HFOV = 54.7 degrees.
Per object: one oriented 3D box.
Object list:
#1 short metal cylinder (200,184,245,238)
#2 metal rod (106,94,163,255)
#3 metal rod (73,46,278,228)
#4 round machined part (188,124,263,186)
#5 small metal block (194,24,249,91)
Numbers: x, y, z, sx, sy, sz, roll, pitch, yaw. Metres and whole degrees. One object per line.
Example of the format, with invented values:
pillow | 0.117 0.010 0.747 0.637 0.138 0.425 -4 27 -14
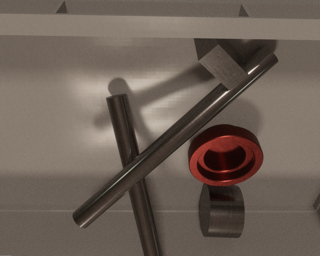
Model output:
short metal cylinder | 0.095 0.129 0.485 0.050 0.080 0.079 4 130 -3
metal rod | -0.024 0.103 0.412 0.025 0.025 0.298 -10 103 8
metal rod | 0.011 0.016 0.365 0.300 0.025 0.025 -42 121 8
round machined part | 0.087 0.033 0.428 0.099 0.042 0.097 -1 130 0
small metal block | 0.064 -0.076 0.329 0.050 0.050 0.025 37 121 -27
